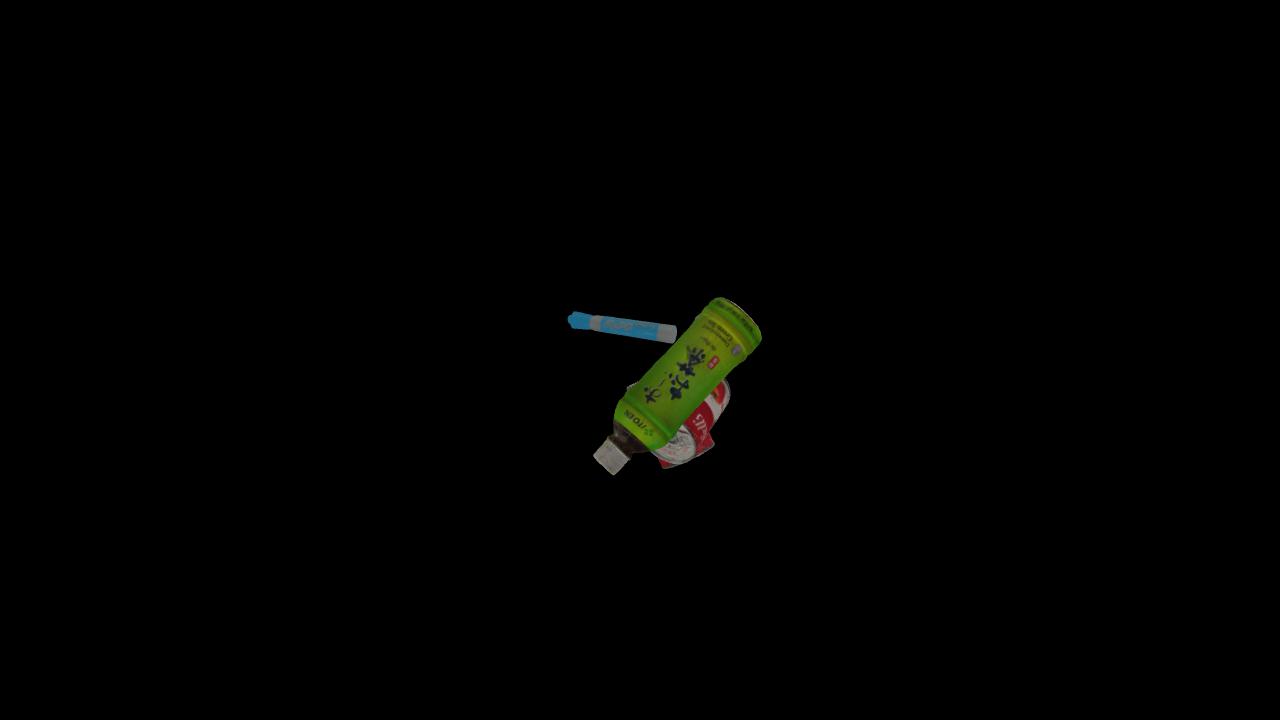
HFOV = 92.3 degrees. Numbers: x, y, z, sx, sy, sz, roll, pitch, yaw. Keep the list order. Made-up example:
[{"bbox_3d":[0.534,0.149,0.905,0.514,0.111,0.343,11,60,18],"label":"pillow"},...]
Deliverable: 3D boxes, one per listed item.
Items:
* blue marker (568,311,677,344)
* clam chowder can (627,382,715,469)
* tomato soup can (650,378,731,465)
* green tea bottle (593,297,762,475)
[{"bbox_3d":[-0.021,-0.035,0.642,0.121,0.020,0.020,9,3,21],"label":"blue marker"},{"bbox_3d":[0.034,0.064,0.706,0.068,0.102,0.068,-25,-1,0],"label":"clam chowder can"},{"bbox_3d":[0.052,0.057,0.680,0.068,0.068,0.101,0,32,34],"label":"tomato soup can"},{"bbox_3d":[0.035,0.032,0.636,0.073,0.212,0.073,40,-7,6],"label":"green tea bottle"}]
